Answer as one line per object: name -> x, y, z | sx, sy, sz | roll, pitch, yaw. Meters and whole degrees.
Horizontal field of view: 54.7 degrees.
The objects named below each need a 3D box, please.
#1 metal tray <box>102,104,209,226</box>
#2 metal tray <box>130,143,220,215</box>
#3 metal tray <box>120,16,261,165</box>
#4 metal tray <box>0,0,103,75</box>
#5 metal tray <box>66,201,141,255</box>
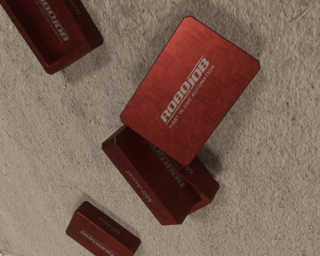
metal tray -> 0.000, 0.044, 0.387 | 0.030, 0.090, 0.130 | -24, 106, 47
metal tray -> 0.005, 0.062, 0.426 | 0.130, 0.030, 0.090 | 40, 141, 0
metal tray -> 0.030, -0.037, 0.328 | 0.090, 0.030, 0.129 | 35, 102, 4
metal tray -> -0.141, -0.142, 0.387 | 0.090, 0.030, 0.130 | -20, 108, 35
metal tray -> -0.110, 0.207, 0.587 | 0.130, 0.030, 0.089 | 35, 129, 4
